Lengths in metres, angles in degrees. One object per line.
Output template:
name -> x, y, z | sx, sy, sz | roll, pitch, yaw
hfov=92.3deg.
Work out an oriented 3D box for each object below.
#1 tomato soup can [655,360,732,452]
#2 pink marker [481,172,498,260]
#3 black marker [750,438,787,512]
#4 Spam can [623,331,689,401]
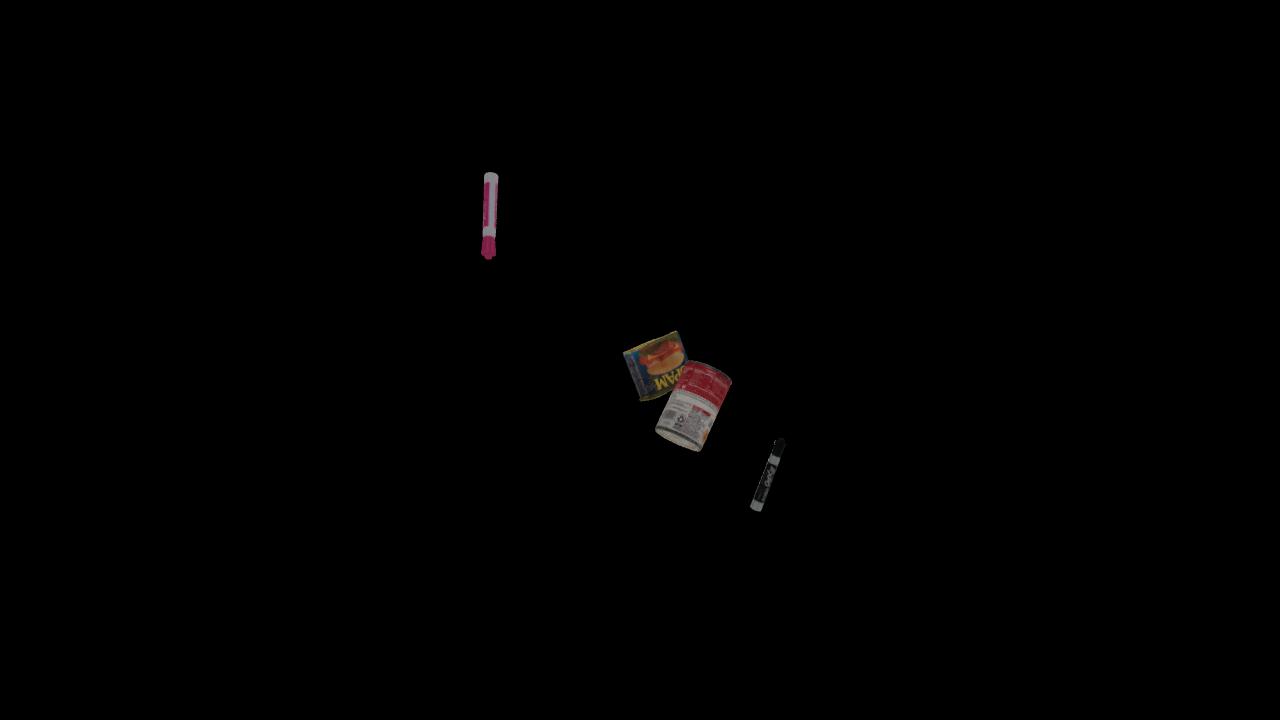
tomato soup can -> 0.070, 0.061, 0.800 | 0.068, 0.101, 0.068 | 24, -15, 7
pink marker -> -0.198, -0.190, 0.811 | 0.020, 0.121, 0.020 | -1, -15, 0
black marker -> 0.203, 0.180, 0.969 | 0.020, 0.121, 0.020 | 19, 7, -2
Spam can -> 0.032, 0.009, 0.993 | 0.101, 0.085, 0.058 | -23, 4, -32
